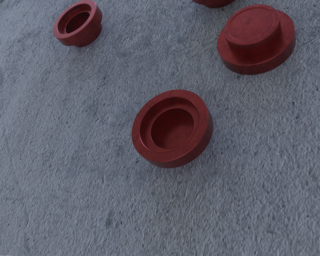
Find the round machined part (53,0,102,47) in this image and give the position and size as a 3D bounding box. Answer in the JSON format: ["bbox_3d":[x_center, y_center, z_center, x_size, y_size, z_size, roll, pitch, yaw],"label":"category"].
[{"bbox_3d":[-0.151,-0.194,0.591,0.098,0.042,0.098,-13,56,21],"label":"round machined part"}]

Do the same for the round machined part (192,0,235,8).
[{"bbox_3d":[0.092,-0.228,0.485,0.098,0.042,0.098,-13,56,21],"label":"round machined part"}]

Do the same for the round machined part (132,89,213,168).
[{"bbox_3d":[0.018,0.004,0.381,0.098,0.042,0.098,-13,56,21],"label":"round machined part"}]

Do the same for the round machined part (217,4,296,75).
[{"bbox_3d":[0.122,-0.121,0.403,0.098,0.042,0.098,-13,56,21],"label":"round machined part"}]
